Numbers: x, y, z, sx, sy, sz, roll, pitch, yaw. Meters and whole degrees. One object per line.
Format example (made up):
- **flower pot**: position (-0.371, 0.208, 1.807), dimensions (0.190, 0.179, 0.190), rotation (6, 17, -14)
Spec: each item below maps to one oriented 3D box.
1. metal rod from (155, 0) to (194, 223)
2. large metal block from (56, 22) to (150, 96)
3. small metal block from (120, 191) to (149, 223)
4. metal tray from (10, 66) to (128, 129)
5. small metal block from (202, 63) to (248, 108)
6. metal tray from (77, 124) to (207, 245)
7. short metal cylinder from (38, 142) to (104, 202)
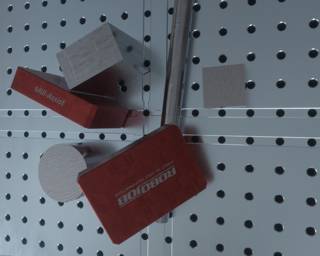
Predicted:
- **metal rod**: position (0.016, -0.026, 0.406), dimensions (0.025, 0.025, 0.298), rotation (7, 92, 20)
- **large metal block**: position (-0.073, -0.086, 0.409), dimensions (0.080, 0.080, 0.050), rotation (-25, 82, 18)
- **small metal block**: position (-0.032, 0.096, 0.411), dimensions (0.025, 0.050, 0.050), rotation (5, 92, 20)
- **metal tray**: position (-0.119, -0.040, 0.420), dimensions (0.130, 0.090, 0.030), rotation (26, 99, 18)
- **small metal block**: position (0.081, -0.050, 0.384), dimensions (0.050, 0.025, 0.050), rotation (-2, 89, 20)
- **metal tray**: position (-0.019, 0.063, 0.370), dimensions (0.131, 0.030, 0.090), rotation (-29, 99, -14)
- **short metal cylinder**: position (-0.124, 0.061, 0.443), dimensions (0.080, 0.050, 0.080), rotation (0, 90, 20)
